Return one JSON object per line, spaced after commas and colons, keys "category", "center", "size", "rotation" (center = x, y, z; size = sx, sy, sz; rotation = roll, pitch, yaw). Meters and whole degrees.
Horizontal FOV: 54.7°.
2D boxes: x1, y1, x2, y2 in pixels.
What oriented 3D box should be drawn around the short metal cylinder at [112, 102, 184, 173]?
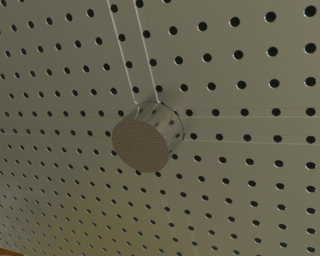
{"category": "short metal cylinder", "center": [-0.016, 0.012, 0.408], "size": [0.080, 0.050, 0.079], "rotation": [13, 124, 20]}
